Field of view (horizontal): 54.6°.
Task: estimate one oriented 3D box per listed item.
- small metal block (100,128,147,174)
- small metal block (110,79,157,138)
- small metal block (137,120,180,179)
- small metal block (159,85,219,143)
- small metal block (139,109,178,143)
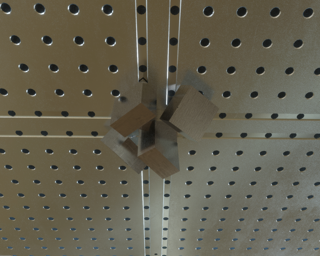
[{"bbox_3d":[-0.046,0.030,0.416,0.025,0.050,0.050,-48,123,-10],"label":"small metal block"},{"bbox_3d":[-0.031,-0.024,0.374,0.050,0.050,0.025,-34,123,25],"label":"small metal block"},{"bbox_3d":[-0.001,0.027,0.384,0.025,0.050,0.050,-30,125,22],"label":"small metal block"},{"bbox_3d":[0.036,-0.018,0.379,0.050,0.025,0.050,35,82,-26],"label":"small metal block"},{"bbox_3d":[-0.003,0.002,0.413,0.050,0.025,0.050,-1,130,-1],"label":"small metal block"}]
